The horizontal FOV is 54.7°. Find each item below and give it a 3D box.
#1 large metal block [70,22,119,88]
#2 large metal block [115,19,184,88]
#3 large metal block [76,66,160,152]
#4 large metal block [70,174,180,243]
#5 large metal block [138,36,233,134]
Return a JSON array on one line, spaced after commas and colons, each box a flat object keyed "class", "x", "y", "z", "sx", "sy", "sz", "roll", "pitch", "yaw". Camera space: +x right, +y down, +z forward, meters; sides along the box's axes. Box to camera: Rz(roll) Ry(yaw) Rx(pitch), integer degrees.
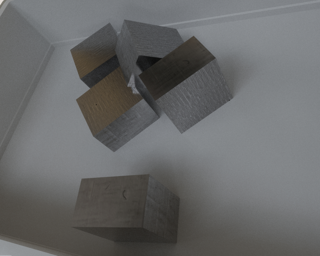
[{"class": "large metal block", "x": -0.090, "y": -0.111, "z": 0.503, "sx": 0.080, "sy": 0.050, "sz": 0.080, "roll": -33, "pitch": 52, "yaw": 6}, {"class": "large metal block", "x": -0.009, "y": -0.099, "z": 0.427, "sx": 0.050, "sy": 0.081, "sz": 0.080, "roll": -63, "pitch": 37, "yaw": 41}, {"class": "large metal block", "x": -0.060, "y": -0.027, "z": 0.436, "sx": 0.080, "sy": 0.050, "sz": 0.080, "roll": -37, "pitch": 51, "yaw": 3}, {"class": "large metal block", "x": -0.032, "y": 0.089, "z": 0.331, "sx": 0.080, "sy": 0.080, "sz": 0.050, "roll": -8, "pitch": 59, "yaw": 24}, {"class": "large metal block", "x": 0.034, "y": -0.050, "z": 0.383, "sx": 0.080, "sy": 0.080, "sz": 0.050, "roll": -35, "pitch": 52, "yaw": 5}]
